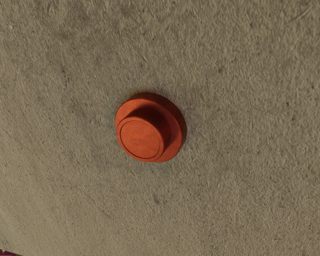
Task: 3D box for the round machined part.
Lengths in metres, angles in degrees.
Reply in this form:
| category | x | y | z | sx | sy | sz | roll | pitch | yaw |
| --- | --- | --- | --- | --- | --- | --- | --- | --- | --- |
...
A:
| category | x | y | z | sx | sy | sz | roll | pitch | yaw |
| --- | --- | --- | --- | --- | --- | --- | --- | --- | --- |
| round machined part | -0.018 | 0.006 | 0.408 | 0.098 | 0.042 | 0.097 | 13 | 124 | 20 |
